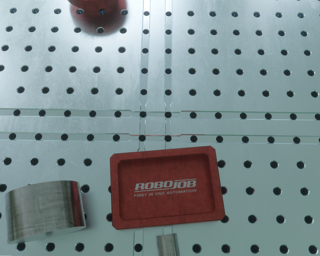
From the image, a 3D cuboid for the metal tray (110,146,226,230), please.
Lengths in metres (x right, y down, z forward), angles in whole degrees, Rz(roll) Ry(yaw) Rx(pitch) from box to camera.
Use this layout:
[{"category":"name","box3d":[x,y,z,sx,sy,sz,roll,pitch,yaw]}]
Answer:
[{"category":"metal tray","box3d":[0.007,0.073,0.382,0.131,0.030,0.090,-5,70,-2]}]

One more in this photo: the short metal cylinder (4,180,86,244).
[{"category":"short metal cylinder","box3d":[-0.127,0.094,0.346,0.081,0.080,0.050,-12,71,-5]}]

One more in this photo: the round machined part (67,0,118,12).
[{"category":"round machined part","box3d":[-0.103,-0.223,0.483,0.099,0.042,0.098,0,70,-1]}]

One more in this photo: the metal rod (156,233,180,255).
[{"category":"metal rod","box3d":[0.028,0.265,0.315,0.025,0.025,0.299,-7,70,-3]}]
